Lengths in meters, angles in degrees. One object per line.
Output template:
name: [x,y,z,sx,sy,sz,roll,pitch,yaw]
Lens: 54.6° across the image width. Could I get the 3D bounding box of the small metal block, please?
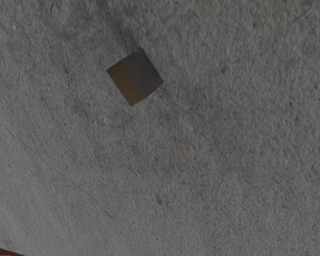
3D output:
small metal block: [-0.028,-0.061,0.368,0.025,0.050,0.050,-25,105,37]
